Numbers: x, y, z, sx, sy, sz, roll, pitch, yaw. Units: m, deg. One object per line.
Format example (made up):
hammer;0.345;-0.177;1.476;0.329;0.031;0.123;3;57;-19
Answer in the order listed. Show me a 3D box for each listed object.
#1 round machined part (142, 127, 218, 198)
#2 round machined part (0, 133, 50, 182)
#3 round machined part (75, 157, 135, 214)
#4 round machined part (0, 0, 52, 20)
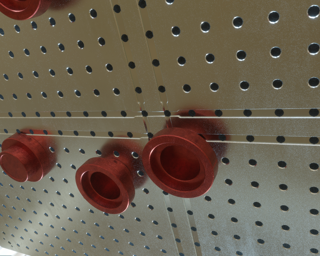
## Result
round machined part;0.030;0.041;0.411;0.098;0.042;0.097;13;124;21
round machined part;-0.257;0.061;0.575;0.098;0.042;0.097;13;124;21
round machined part;-0.083;0.087;0.499;0.098;0.042;0.097;13;124;21
round machined part;-0.168;-0.185;0.375;0.098;0.042;0.097;13;124;21
